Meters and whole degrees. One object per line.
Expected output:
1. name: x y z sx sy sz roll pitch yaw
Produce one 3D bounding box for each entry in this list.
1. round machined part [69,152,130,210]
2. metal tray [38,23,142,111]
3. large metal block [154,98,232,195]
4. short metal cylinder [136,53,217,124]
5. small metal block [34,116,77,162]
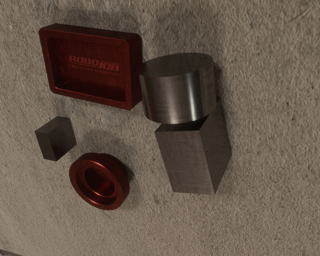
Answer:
1. round machined part: -0.091 0.079 0.491 0.098 0.042 0.097 13 124 20
2. metal tray: -0.087 -0.080 0.398 0.130 0.030 0.089 13 124 20
3. large metal block: 0.043 0.019 0.359 0.050 0.080 0.080 -3 117 29
4. short metal cylinder: 0.018 -0.045 0.333 0.080 0.080 0.050 4 120 26
5. small metal block: -0.161 0.016 0.483 0.025 0.050 0.050 8 122 24
